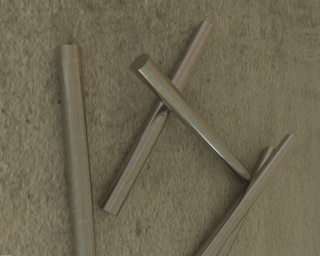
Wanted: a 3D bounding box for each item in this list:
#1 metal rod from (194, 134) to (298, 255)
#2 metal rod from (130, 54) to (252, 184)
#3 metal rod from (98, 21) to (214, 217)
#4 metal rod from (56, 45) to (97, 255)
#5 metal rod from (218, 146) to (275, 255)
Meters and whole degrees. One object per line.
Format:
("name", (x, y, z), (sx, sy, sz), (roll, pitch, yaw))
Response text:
("metal rod", (0.143, 0.116, 0.506), (0.301, 0.025, 0.025), (-44, 117, -24))
("metal rod", (0.062, 0.006, 0.435), (0.300, 0.025, 0.025), (43, 64, -40))
("metal rod", (0.005, -0.027, 0.410), (0.025, 0.025, 0.300), (42, 65, -32))
("metal rod", (-0.086, 0.064, 0.333), (0.025, 0.025, 0.298), (-6, 94, -40))
("metal rod", (0.129, 0.150, 0.515), (0.025, 0.025, 0.301), (52, 59, -28))
